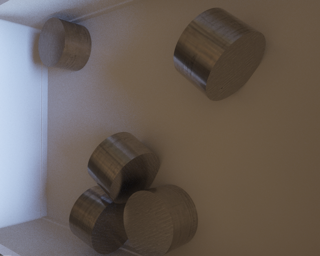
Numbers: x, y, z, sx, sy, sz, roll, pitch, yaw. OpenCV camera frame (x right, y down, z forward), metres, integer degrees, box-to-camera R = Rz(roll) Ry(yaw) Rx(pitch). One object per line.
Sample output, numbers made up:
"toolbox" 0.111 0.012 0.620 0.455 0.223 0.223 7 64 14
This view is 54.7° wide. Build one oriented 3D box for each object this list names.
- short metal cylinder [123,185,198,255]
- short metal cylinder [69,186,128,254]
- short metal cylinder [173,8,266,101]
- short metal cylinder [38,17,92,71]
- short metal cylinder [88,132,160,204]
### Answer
"short metal cylinder" 0.000 0.115 0.391 0.080 0.050 0.080 0 90 40
"short metal cylinder" -0.079 0.127 0.436 0.050 0.081 0.079 17 101 39
"short metal cylinder" 0.061 -0.075 0.321 0.050 0.081 0.080 47 118 30
"short metal cylinder" -0.161 -0.140 0.524 0.080 0.050 0.080 0 90 40
"short metal cylinder" -0.047 0.052 0.410 0.050 0.081 0.079 38 113 33
